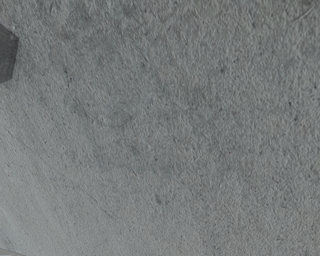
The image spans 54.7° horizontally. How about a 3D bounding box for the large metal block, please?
[{"bbox_3d":[-0.264,-0.117,0.458,0.080,0.050,0.080,36,129,4],"label":"large metal block"}]
